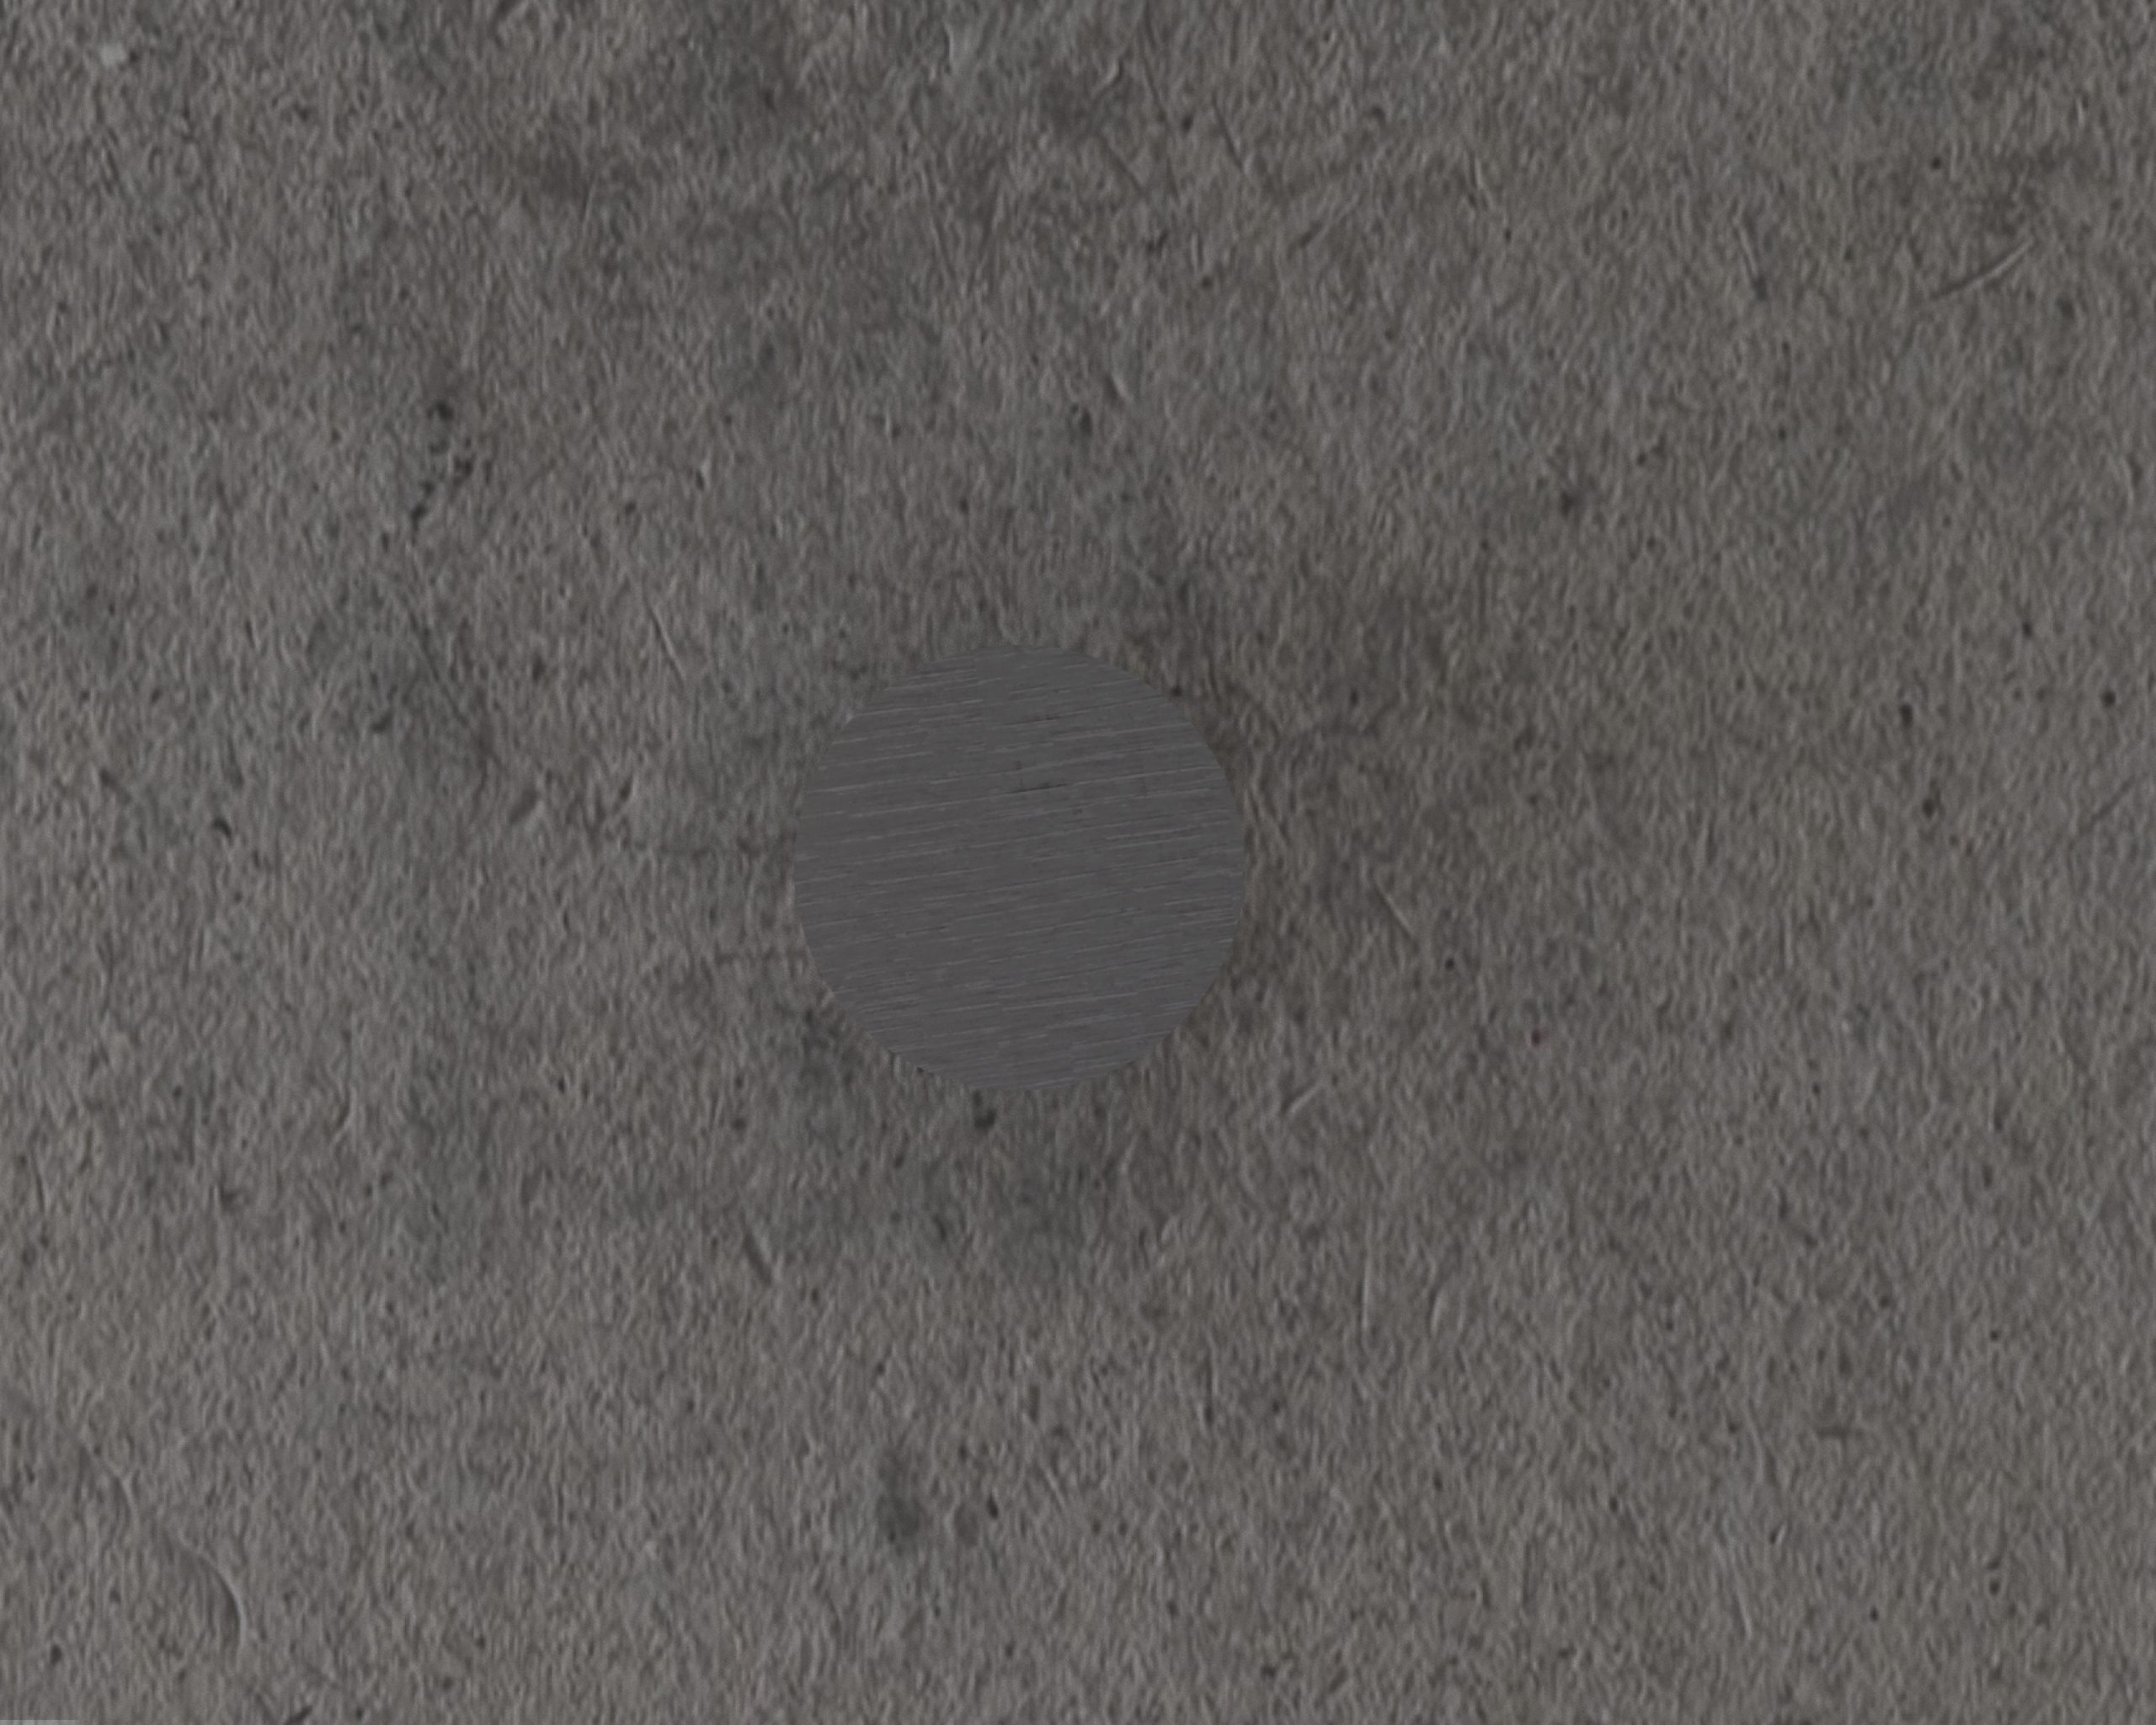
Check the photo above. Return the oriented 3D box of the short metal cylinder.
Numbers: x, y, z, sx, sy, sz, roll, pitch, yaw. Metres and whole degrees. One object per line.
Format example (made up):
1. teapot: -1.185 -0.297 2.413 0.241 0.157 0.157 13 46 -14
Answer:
1. short metal cylinder: -0.010 0.001 0.397 0.080 0.050 0.080 0 90 0
